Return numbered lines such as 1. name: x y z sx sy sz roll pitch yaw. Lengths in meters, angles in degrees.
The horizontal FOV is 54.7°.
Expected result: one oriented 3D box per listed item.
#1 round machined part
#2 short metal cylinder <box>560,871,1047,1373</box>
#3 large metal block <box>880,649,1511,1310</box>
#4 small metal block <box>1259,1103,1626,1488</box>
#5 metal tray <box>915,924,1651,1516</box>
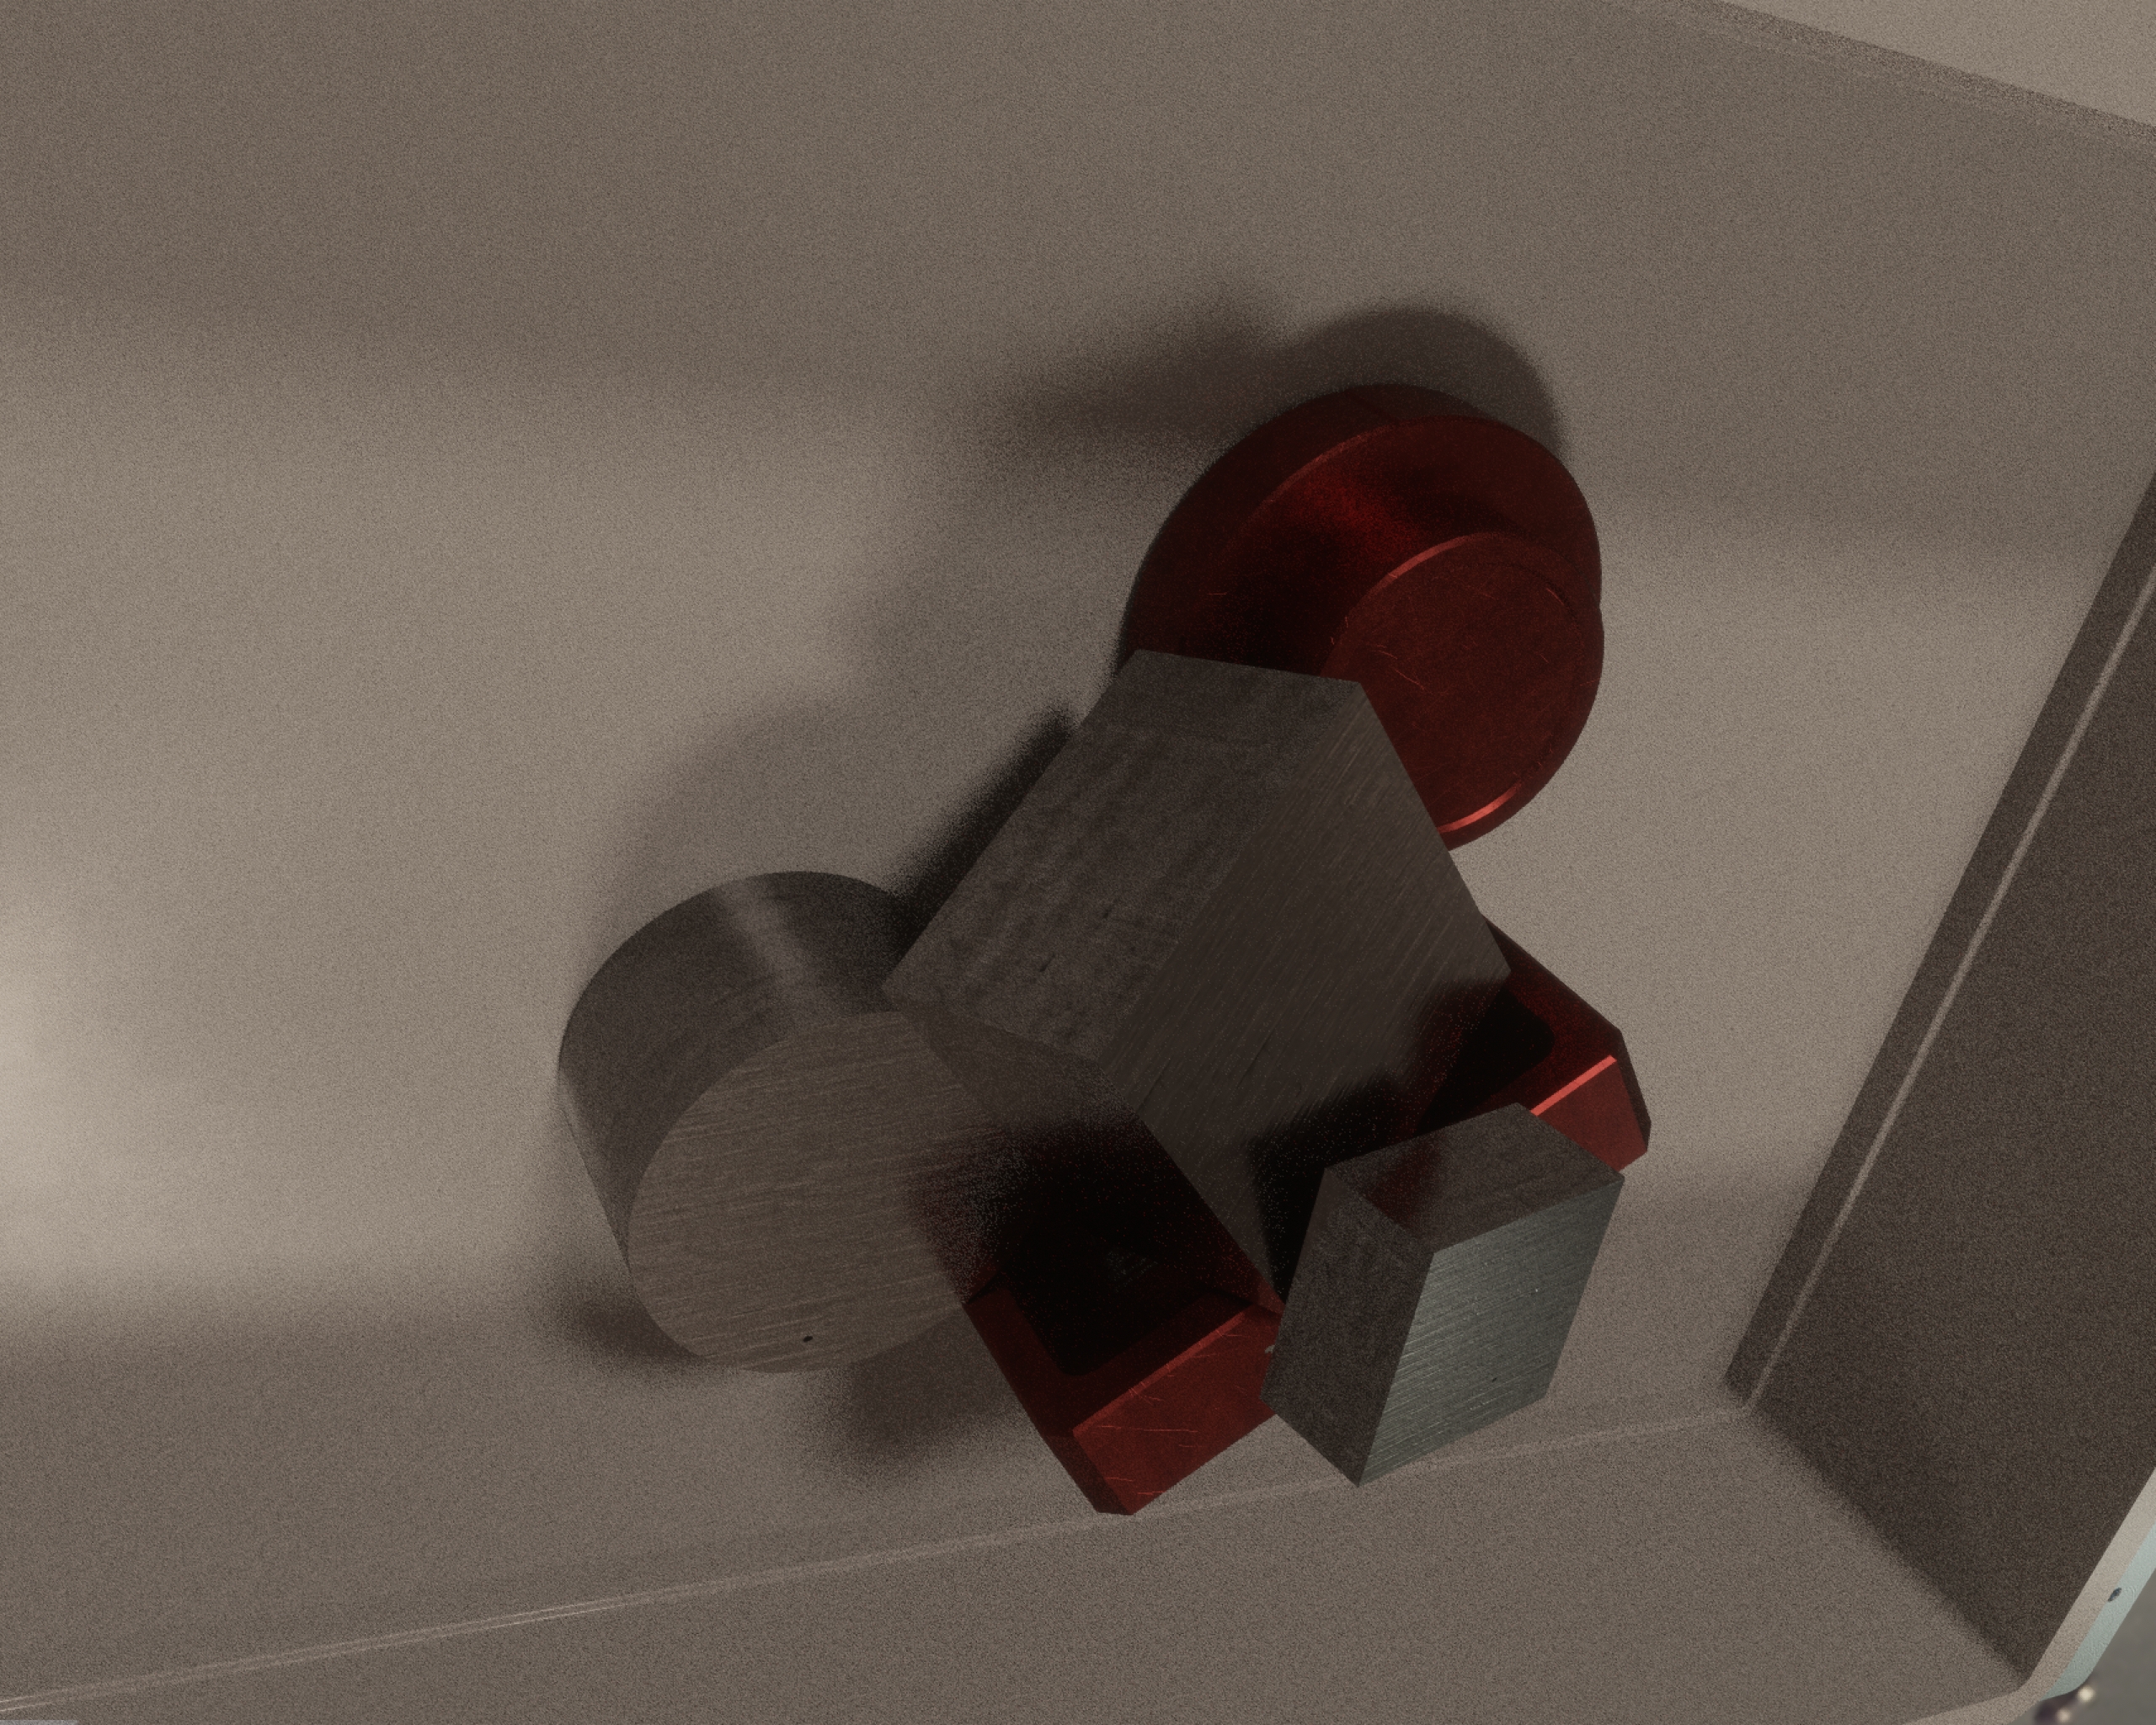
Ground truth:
1. round machined part: 0.062 -0.040 0.407 0.099 0.042 0.097 -14 125 -21
2. short metal cylinder: -0.051 0.048 0.393 0.081 0.050 0.079 -14 125 -21
3. large metal block: 0.025 0.021 0.372 0.080 0.050 0.080 -54 133 -22
4. small metal block: 0.064 0.075 0.366 0.050 0.025 0.050 -11 124 -39
5. metal tray: 0.036 0.058 0.421 0.131 0.090 0.030 -33 128 -7
